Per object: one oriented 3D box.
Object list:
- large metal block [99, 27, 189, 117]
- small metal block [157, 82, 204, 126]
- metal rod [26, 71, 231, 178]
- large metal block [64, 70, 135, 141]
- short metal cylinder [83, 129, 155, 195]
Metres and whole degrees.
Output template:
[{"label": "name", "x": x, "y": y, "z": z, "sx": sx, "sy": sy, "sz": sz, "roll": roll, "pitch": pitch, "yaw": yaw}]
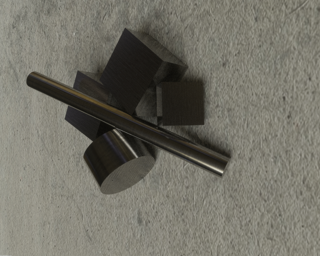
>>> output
[{"label": "large metal block", "x": -0.024, "y": -0.071, "z": 0.406, "sx": 0.080, "sy": 0.050, "sz": 0.080, "roll": 47, "pitch": 118, "yaw": 29}, {"label": "small metal block", "x": 0.024, "y": -0.028, "z": 0.368, "sx": 0.025, "sy": 0.050, "sz": 0.050, "roll": 175, "pitch": 94, "yaw": -75}, {"label": "metal rod", "x": -0.055, "y": -0.013, "z": 0.398, "sx": 0.301, "sy": 0.025, "sz": 0.025, "roll": 24, "pitch": 106, "yaw": 20}, {"label": "large metal block", "x": -0.091, "y": -0.033, "z": 0.465, "sx": 0.080, "sy": 0.050, "sz": 0.079, "roll": 31, "pitch": 109, "yaw": 35}, {"label": "short metal cylinder", "x": -0.054, "y": 0.044, "z": 0.415, "sx": 0.080, "sy": 0.081, "sz": 0.050, "roll": -51, "pitch": 60, "yaw": 28}]
